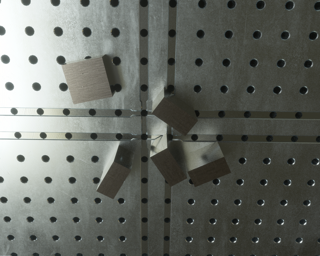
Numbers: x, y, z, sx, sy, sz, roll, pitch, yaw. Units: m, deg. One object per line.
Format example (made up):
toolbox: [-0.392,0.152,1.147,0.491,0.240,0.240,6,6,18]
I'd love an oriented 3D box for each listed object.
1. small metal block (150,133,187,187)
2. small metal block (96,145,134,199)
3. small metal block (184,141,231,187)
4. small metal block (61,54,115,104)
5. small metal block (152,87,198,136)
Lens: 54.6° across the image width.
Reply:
small metal block: [0.011,0.042,0.415,0.025,0.050,0.050,-30,108,10]
small metal block: [-0.060,0.059,0.421,0.025,0.050,0.050,29,108,-10]
small metal block: [0.063,0.048,0.418,0.050,0.050,0.025,-24,108,8]
small metal block: [-0.089,-0.061,0.390,0.050,0.025,0.050,-11,110,4]
small metal block: [0.018,-0.022,0.392,0.050,0.050,0.025,34,107,-12]
